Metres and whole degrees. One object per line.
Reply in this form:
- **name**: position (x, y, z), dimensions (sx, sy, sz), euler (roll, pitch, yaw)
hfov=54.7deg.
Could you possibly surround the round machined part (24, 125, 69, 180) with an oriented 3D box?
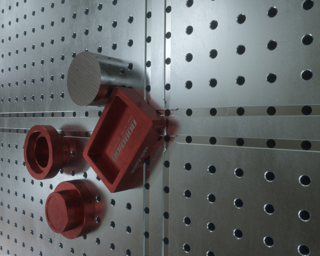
- **round machined part**: position (-0.203, 0.043, 0.562), dimensions (0.098, 0.042, 0.097), euler (0, 90, 39)

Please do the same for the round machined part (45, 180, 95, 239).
- **round machined part**: position (-0.159, 0.139, 0.526), dimensions (0.098, 0.042, 0.097), euler (0, 90, 39)

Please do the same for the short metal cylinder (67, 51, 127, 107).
- **short metal cylinder**: position (-0.096, -0.072, 0.470), dimensions (0.080, 0.050, 0.079), euler (0, 90, 39)

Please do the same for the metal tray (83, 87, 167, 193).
- **metal tray**: position (-0.056, 0.017, 0.449), dimensions (0.090, 0.030, 0.129), euler (44, 116, 30)
